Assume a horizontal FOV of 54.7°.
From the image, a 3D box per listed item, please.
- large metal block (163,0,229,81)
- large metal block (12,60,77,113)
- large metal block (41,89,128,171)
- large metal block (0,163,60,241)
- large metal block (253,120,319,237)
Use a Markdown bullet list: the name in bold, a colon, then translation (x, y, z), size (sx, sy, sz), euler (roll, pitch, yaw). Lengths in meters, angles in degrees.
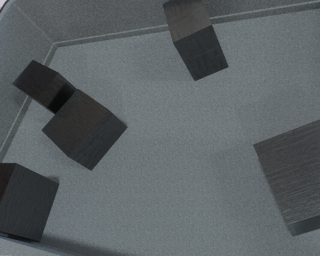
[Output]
- **large metal block**: translation (0.049, -0.125, 0.422), size (0.050, 0.080, 0.080), euler (-22, 54, 15)
- **large metal block**: translation (-0.171, -0.055, 0.495), size (0.080, 0.080, 0.050), euler (27, 77, 37)
- **large metal block**: translation (-0.109, 0.001, 0.446), size (0.080, 0.050, 0.080), euler (33, 80, 38)
- **large metal block**: translation (-0.192, 0.099, 0.411), size (0.050, 0.080, 0.080), euler (-3, 60, 27)
- **large metal block**: translation (0.144, 0.044, 0.287), size (0.080, 0.050, 0.080), euler (-23, 53, 14)
